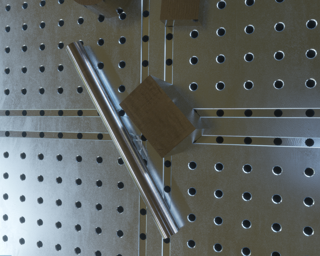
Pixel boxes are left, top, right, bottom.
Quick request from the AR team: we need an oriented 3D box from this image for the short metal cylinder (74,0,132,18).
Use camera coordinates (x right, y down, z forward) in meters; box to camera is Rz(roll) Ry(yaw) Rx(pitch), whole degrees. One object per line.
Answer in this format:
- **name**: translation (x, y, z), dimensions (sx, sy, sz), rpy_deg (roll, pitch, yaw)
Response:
- **short metal cylinder**: translation (-0.081, -0.200, 0.427), dimensions (0.080, 0.050, 0.079), rpy_deg (0, 90, 19)

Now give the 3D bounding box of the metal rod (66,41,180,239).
- **metal rod**: translation (-0.056, 0.010, 0.431), dimensions (0.025, 0.025, 0.299), rpy_deg (-32, 80, 17)

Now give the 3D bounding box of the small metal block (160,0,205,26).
- **small metal block**: translation (0.030, -0.161, 0.401), dimensions (0.050, 0.025, 0.050), rpy_deg (6, 92, 19)

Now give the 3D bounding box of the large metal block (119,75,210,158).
- **large metal block**: translation (0.009, -0.013, 0.380), dimensions (0.050, 0.080, 0.080), rpy_deg (-42, 77, 15)
